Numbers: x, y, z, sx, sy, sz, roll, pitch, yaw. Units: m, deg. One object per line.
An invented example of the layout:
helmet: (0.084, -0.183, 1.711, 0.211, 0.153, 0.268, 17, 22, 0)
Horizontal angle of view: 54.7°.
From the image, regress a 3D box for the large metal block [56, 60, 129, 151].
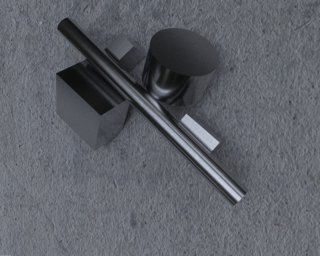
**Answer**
large metal block: (-0.090, -0.030, 0.409, 0.080, 0.050, 0.080, 42, 144, 14)

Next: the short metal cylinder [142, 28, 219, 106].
short metal cylinder: (0.023, -0.072, 0.366, 0.080, 0.080, 0.050, 41, 144, 15)

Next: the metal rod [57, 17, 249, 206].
metal rod: (-0.018, -0.029, 0.363, 0.300, 0.025, 0.025, 45, 104, 14)

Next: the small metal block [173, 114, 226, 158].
small metal block: (0.049, 0.009, 0.376, 0.050, 0.050, 0.025, 42, 103, 14)

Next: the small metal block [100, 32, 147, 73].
small metal block: (-0.050, -0.095, 0.414, 0.050, 0.050, 0.025, -40, 78, 15)
